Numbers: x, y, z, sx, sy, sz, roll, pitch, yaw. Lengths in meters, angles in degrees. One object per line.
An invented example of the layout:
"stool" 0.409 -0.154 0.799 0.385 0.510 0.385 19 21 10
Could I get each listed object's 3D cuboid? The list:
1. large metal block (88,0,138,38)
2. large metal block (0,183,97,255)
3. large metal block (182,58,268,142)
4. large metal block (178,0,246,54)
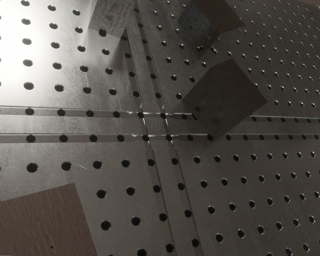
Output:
"large metal block" -0.068 -0.196 0.457 0.050 0.080 0.080 12 57 -22
"large metal block" -0.108 0.103 0.272 0.081 0.050 0.080 -11 67 -33
"large metal block" 0.092 -0.039 0.448 0.050 0.080 0.080 -29 78 -38
"large metal block" 0.094 -0.190 0.561 0.081 0.050 0.080 -29 78 -38
